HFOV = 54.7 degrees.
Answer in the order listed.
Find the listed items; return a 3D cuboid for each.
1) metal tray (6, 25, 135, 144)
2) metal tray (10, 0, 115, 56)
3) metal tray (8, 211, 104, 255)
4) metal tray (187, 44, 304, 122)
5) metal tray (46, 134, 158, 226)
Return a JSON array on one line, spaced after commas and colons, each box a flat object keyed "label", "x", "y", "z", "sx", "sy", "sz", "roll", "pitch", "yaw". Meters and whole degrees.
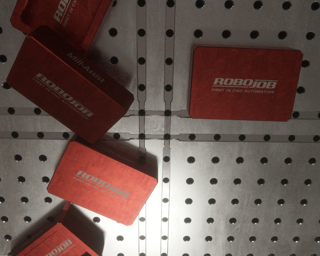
[{"label": "metal tray", "x": -0.108, "y": -0.046, "z": 0.371, "sx": 0.130, "sy": 0.030, "sz": 0.090, "roll": 38, "pitch": 133, "yaw": -14}, {"label": "metal tray", "x": -0.100, "y": -0.154, "z": 0.352, "sx": 0.090, "sy": 0.030, "sz": 0.129, "roll": 28, "pitch": 107, "yaw": -10}, {"label": "metal tray", "x": -0.164, "y": 0.199, "z": 0.481, "sx": 0.130, "sy": 0.030, "sz": 0.090, "roll": -39, "pitch": 106, "yaw": 12}, {"label": "metal tray", "x": 0.103, "y": -0.057, "z": 0.391, "sx": 0.131, "sy": 0.030, "sz": 0.089, "roll": 2, "pitch": 110, "yaw": -2}, {"label": "metal tray", "x": -0.079, "y": 0.074, "z": 0.437, "sx": 0.131, "sy": 0.030, "sz": 0.089, "roll": 26, "pitch": 108, "yaw": -10}]
